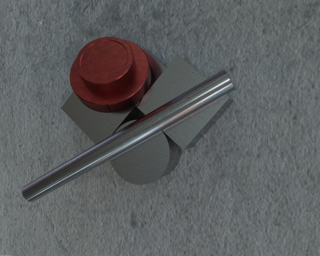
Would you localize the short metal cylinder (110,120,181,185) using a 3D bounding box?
[{"bbox_3d":[-0.018,0.029,0.402,0.080,0.050,0.079,0,90,19],"label":"short metal cylinder"}]

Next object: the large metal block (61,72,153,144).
[{"bbox_3d":[-0.071,-0.029,0.420,0.080,0.050,0.080,44,103,14],"label":"large metal block"}]

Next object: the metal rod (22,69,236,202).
[{"bbox_3d":[-0.050,0.018,0.374,0.300,0.025,0.025,-29,81,17],"label":"metal rod"}]

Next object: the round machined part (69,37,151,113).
[{"bbox_3d":[-0.062,-0.071,0.375,0.099,0.042,0.098,-3,64,6],"label":"round machined part"}]

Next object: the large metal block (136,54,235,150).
[{"bbox_3d":[0.032,-0.031,0.385,0.080,0.050,0.080,43,103,14],"label":"large metal block"}]

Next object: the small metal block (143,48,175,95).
[{"bbox_3d":[-0.015,-0.069,0.414,0.050,0.025,0.050,44,103,14],"label":"small metal block"}]
